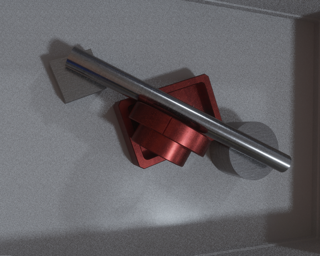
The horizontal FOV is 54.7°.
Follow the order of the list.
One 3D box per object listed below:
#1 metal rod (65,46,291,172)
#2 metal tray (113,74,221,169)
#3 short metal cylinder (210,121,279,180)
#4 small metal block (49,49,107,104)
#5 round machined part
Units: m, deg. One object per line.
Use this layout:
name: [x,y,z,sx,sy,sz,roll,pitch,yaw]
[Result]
metal rod: [0.032,-0.016,0.378,0.301,0.025,0.025,26,81,-12]
metal tray: [0.015,-0.011,0.412,0.131,0.030,0.090,-20,97,-19]
short metal cylinder: [0.119,0.031,0.441,0.081,0.050,0.079,0,90,-21]
small metal block: [-0.099,-0.062,0.373,0.050,0.025,0.050,-23,98,-19]
round machined part: [0.006,0.011,0.360,0.098,0.098,0.042,29,88,-18]
